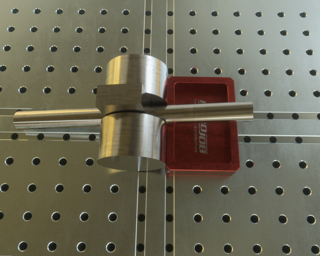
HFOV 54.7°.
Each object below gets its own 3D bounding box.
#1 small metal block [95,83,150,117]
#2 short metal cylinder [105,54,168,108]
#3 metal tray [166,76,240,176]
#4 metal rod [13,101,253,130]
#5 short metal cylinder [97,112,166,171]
[{"bbox_3d":[-0.041,-0.028,0.358,0.050,0.050,0.025,-2,70,8],"label":"small metal block"},{"bbox_3d":[-0.030,-0.052,0.399,0.081,0.080,0.050,1,70,0],"label":"short metal cylinder"},{"bbox_3d":[0.054,-0.004,0.411,0.091,0.030,0.130,1,70,0],"label":"metal tray"},{"bbox_3d":[-0.039,-0.015,0.392,0.301,0.025,0.025,-2,70,8],"label":"metal rod"},{"bbox_3d":[-0.033,0.019,0.375,0.081,0.080,0.050,1,70,0],"label":"short metal cylinder"}]
